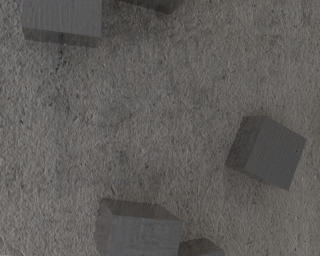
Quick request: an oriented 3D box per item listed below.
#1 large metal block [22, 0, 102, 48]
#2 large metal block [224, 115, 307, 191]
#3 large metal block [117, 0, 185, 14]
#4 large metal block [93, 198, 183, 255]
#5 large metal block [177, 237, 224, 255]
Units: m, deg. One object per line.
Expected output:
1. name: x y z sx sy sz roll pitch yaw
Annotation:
1. large metal block: -0.111 -0.142 0.354 0.081 0.050 0.080 2 90 -20
2. large metal block: 0.154 0.035 0.452 0.080 0.050 0.080 26 81 -18
3. large metal block: -0.010 -0.201 0.391 0.081 0.050 0.080 8 88 -20
4. large metal block: -0.029 0.121 0.369 0.081 0.080 0.050 12 86 -20
5. large metal block: 0.038 0.200 0.410 0.081 0.050 0.079 -3 91 -20
